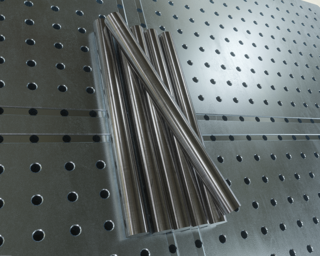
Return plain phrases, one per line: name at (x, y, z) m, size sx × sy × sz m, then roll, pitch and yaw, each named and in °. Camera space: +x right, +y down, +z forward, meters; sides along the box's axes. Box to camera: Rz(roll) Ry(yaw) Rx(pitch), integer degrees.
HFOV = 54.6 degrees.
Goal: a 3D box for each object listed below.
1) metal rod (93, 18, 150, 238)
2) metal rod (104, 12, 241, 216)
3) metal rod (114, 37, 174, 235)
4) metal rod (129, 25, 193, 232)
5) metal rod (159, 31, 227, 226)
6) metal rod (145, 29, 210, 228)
metal rod at (-0.054, -0.019, 0.389) m, size 0.025 × 0.025 × 0.299 m, roll 1°, pitch 61°, yaw -28°
metal rod at (0.009, -0.028, 0.397) m, size 0.025 × 0.025 × 0.299 m, roll -21°, pitch 73°, yaw -36°
metal rod at (-0.028, -0.018, 0.402) m, size 0.025 × 0.025 × 0.299 m, roll 1°, pitch 61°, yaw -28°
metal rod at (-0.006, -0.017, 0.414) m, size 0.025 × 0.025 × 0.299 m, roll 1°, pitch 61°, yaw -28°
metal rod at (0.039, -0.016, 0.439) m, size 0.025 × 0.025 × 0.299 m, roll 1°, pitch 61°, yaw -28°
metal rod at (0.016, -0.016, 0.427) m, size 0.025 × 0.025 × 0.299 m, roll 1°, pitch 61°, yaw -28°
